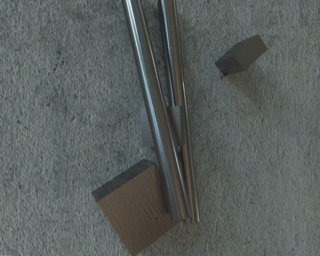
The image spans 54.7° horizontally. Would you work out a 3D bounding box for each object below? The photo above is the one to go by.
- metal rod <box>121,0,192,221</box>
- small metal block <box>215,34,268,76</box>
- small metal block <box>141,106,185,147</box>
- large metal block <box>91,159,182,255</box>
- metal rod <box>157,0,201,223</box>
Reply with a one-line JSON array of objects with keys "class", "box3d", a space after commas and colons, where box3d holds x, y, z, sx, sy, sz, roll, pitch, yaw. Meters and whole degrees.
[{"class": "metal rod", "box3d": [-0.008, -0.041, 0.376, 0.025, 0.025, 0.298, -10, 82, -20]}, {"class": "small metal block", "box3d": [0.114, -0.102, 0.439, 0.050, 0.050, 0.025, -42, 104, -15]}, {"class": "small metal block", "box3d": [0.004, -0.002, 0.399, 0.050, 0.025, 0.050, -2, 91, 15]}, {"class": "large metal block", "box3d": [-0.027, 0.096, 0.387, 0.080, 0.050, 0.080, -32, 101, -17]}, {"class": "metal rod", "box3d": [0.026, -0.021, 0.419, 0.025, 0.025, 0.298, -8, 93, -20]}]
